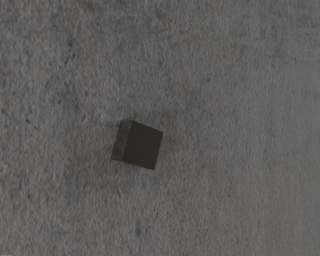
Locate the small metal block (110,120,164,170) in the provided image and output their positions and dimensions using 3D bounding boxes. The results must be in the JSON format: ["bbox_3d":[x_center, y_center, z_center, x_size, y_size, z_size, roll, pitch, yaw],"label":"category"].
[{"bbox_3d":[-0.028,0.022,0.383,0.050,0.025,0.050,22,76,-38],"label":"small metal block"}]
